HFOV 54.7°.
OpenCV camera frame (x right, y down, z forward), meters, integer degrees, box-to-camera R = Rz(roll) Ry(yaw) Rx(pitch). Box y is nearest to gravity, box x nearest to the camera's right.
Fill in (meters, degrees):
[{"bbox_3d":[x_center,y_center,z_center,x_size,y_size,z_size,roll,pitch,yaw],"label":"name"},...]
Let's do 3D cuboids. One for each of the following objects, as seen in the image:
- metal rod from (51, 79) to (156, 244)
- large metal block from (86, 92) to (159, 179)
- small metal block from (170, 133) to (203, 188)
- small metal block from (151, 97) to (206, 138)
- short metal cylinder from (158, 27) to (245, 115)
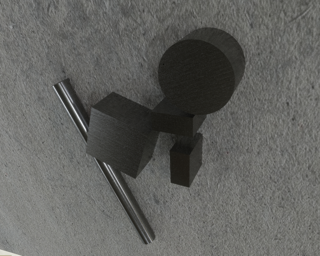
[{"bbox_3d":[-0.081,0.063,0.486,0.025,0.025,0.299,-13,112,33],"label":"metal rod"},{"bbox_3d":[-0.049,0.009,0.421,0.080,0.050,0.079,26,127,12],"label":"large metal block"},{"bbox_3d":[0.034,0.039,0.395,0.025,0.050,0.050,11,123,22],"label":"small metal block"},{"bbox_3d":[0.024,-0.016,0.367,0.050,0.050,0.025,10,123,22],"label":"small metal block"},{"bbox_3d":[0.045,-0.061,0.329,0.080,0.050,0.079,13,124,20],"label":"short metal cylinder"}]
